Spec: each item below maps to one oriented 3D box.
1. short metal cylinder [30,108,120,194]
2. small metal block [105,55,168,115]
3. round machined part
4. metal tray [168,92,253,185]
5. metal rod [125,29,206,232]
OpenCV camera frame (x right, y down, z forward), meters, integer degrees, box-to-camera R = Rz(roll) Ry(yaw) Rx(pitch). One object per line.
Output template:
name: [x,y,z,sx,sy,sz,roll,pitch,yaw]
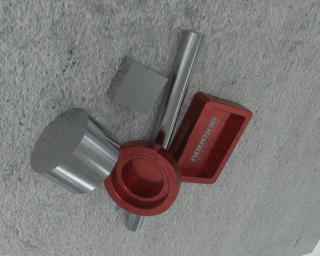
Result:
short metal cylinder: [-0.091,0.025,0.337,0.080,0.080,0.050,-43,130,1]
small metal block: [-0.027,-0.049,0.362,0.050,0.025,0.050,19,108,-36]
round machined part: [-0.020,0.060,0.401,0.098,0.042,0.097,5,110,15]
metal tray: [0.067,0.019,0.452,0.091,0.030,0.129,12,113,-33]
metal rod: [0.000,0.019,0.418,0.025,0.025,0.298,3,117,-30]
